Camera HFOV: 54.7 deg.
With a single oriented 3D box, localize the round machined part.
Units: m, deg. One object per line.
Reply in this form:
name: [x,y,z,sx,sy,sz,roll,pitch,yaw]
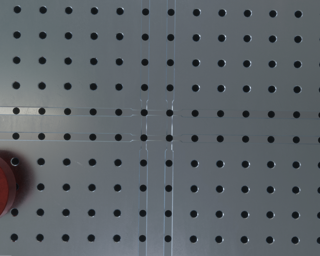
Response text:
round machined part: [-0.236,0.078,0.403,0.099,0.042,0.097,0,90,0]
